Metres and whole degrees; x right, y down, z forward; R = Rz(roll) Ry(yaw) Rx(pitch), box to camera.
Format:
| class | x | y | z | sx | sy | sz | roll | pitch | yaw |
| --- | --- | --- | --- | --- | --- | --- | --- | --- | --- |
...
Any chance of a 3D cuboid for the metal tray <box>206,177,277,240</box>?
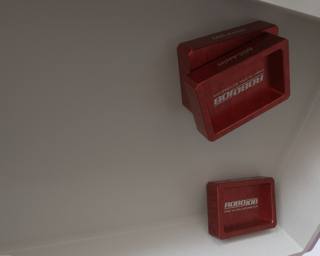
| class | x | y | z | sx | sy | sz | roll | pitch | yaw |
| --- | --- | --- | --- | --- | --- | --- | --- | --- | --- |
| metal tray | 0.144 | 0.135 | 0.538 | 0.131 | 0.030 | 0.089 | 0 | 86 | -28 |

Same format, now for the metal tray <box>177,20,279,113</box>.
| class | x | y | z | sx | sy | sz | roll | pitch | yaw |
| --- | --- | --- | --- | --- | --- | --- | --- | --- | --- |
| metal tray | 0.090 | -0.079 | 0.405 | 0.131 | 0.030 | 0.089 | -20 | 126 | -17 |

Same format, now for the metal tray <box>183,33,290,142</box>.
| class | x | y | z | sx | sy | sz | roll | pitch | yaw |
| --- | --- | --- | --- | --- | --- | --- | --- | --- | --- |
| metal tray | 0.101 | -0.050 | 0.389 | 0.131 | 0.030 | 0.090 | -29 | 128 | -10 |
